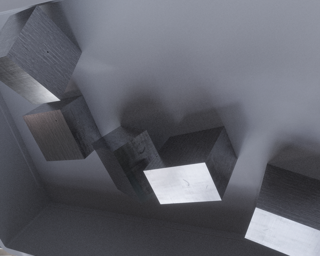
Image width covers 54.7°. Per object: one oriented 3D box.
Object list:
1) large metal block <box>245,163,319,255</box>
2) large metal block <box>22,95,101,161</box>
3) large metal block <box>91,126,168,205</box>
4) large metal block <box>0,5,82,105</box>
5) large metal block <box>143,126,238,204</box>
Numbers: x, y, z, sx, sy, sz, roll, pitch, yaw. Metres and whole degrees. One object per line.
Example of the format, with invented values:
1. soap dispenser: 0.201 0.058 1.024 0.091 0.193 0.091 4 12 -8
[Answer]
1. large metal block: 0.150 0.095 0.353 0.080 0.080 0.050 18 125 17
2. large metal block: -0.145 0.002 0.468 0.080 0.050 0.080 -6 116 30
3. large metal block: -0.040 0.046 0.419 0.080 0.050 0.080 8 128 59
4. large metal block: -0.153 -0.086 0.379 0.050 0.080 0.080 -5 146 30
5. large metal block: 0.040 0.045 0.379 0.080 0.080 0.050 -13 112 33
